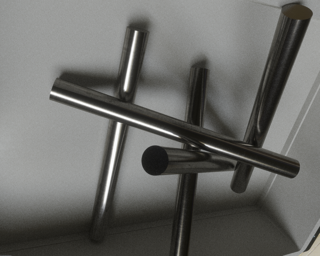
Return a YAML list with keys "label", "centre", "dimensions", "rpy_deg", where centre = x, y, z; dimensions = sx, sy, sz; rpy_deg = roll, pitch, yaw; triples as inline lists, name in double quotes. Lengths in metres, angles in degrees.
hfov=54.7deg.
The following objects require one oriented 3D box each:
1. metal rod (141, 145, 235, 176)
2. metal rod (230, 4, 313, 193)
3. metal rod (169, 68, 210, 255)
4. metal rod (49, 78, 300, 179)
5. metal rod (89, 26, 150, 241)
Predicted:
- label: "metal rod"
  centre: [0.063, 0.043, 0.388]
  dimensions: [0.025, 0.025, 0.301]
  rpy_deg: [-55, 155, 11]
- label: "metal rod"
  centre: [0.119, -0.003, 0.374]
  dimensions: [0.025, 0.025, 0.298]
  rpy_deg: [-22, 143, -15]
- label: "metal rod"
  centre: [0.035, 0.073, 0.398]
  dimensions: [0.025, 0.025, 0.298]
  rpy_deg: [6, 92, -31]
- label: "metal rod"
  centre: [0.028, 0.005, 0.358]
  dimensions: [0.302, 0.025, 0.025]
  rpy_deg: [18, 110, -13]
- label: "metal rod"
  centre: [-0.058, 0.025, 0.393]
  dimensions: [0.025, 0.025, 0.298]
  rpy_deg: [0, 119, -29]
